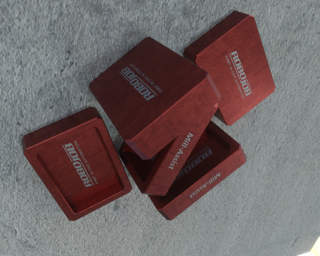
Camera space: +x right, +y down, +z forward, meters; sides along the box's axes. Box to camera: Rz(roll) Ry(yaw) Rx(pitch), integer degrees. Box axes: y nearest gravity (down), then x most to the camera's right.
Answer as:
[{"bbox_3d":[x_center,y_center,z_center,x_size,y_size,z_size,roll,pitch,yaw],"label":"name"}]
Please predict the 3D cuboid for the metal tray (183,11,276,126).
[{"bbox_3d":[0.097,-0.075,0.414,0.090,0.030,0.130,-38,130,-3],"label":"metal tray"}]

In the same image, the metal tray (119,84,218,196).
[{"bbox_3d":[0.004,0.004,0.372,0.030,0.090,0.129,18,109,-36],"label":"metal tray"}]

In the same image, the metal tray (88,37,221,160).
[{"bbox_3d":[-0.013,-0.038,0.311,0.090,0.130,0.030,-40,130,-2],"label":"metal tray"}]

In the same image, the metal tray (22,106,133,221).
[{"bbox_3d":[-0.096,0.048,0.383,0.091,0.030,0.129,-26,128,-13],"label":"metal tray"}]

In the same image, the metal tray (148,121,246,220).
[{"bbox_3d":[0.037,0.050,0.419,0.130,0.090,0.030,-37,130,-4],"label":"metal tray"}]
